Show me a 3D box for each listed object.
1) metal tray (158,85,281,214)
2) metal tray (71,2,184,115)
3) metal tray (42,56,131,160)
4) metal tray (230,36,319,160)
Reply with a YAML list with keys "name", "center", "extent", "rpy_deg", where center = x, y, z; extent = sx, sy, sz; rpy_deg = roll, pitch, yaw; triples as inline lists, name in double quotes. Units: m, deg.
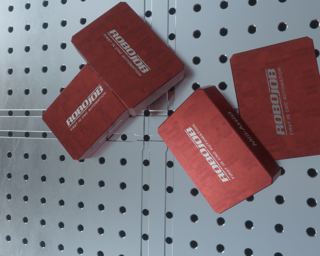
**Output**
- name: "metal tray"
  center: [0.065, 0.026, 0.370]
  extent: [0.130, 0.030, 0.090]
  rpy_deg: [54, 128, 12]
- name: "metal tray"
  center: [-0.042, -0.093, 0.408]
  extent: [0.090, 0.030, 0.130]
  rpy_deg: [-39, 77, -8]
- name: "metal tray"
  center: [-0.099, -0.028, 0.445]
  extent: [0.130, 0.030, 0.090]
  rpy_deg: [-44, 76, 14]
- name: "metal tray"
  center: [0.139, -0.030, 0.361]
  extent: [0.090, 0.030, 0.129]
  rpy_deg: [-10, 87, 19]
